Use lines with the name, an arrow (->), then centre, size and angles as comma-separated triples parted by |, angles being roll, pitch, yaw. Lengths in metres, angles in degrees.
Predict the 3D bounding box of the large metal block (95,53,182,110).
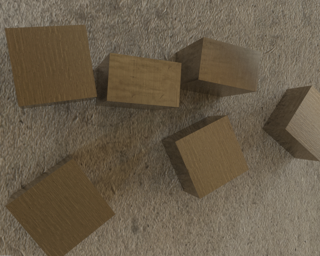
large metal block -> -0.029, -0.051, 0.369 | 0.081, 0.080, 0.050 | 4, 89, -20

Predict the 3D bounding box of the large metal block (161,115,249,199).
large metal block -> 0.060, 0.036, 0.418 | 0.081, 0.050, 0.080 | -26, 99, -18

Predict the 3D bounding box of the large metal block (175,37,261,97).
large metal block -> 0.071, -0.075, 0.406 | 0.081, 0.080, 0.050 | 8, 88, -20

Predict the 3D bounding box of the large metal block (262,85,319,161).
large metal block -> 0.220, -0.007, 0.477 | 0.080, 0.050, 0.080 | 39, 78, -16

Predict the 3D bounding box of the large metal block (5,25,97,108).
large metal block -> -0.121, -0.068, 0.351 | 0.081, 0.050, 0.080 | -10, 94, -20

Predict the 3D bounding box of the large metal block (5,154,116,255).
large metal block -> -0.112, 0.088, 0.355 | 0.080, 0.050, 0.080 | -37, 102, -16
